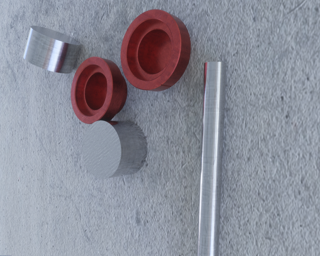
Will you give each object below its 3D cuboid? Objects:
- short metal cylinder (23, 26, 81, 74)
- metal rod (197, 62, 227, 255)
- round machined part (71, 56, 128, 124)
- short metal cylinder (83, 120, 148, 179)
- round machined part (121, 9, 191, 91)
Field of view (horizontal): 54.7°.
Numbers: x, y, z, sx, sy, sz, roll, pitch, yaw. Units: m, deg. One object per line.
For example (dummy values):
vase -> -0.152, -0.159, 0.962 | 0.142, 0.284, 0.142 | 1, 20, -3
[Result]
short metal cylinder -> -0.178, -0.130, 0.513 | 0.080, 0.081, 0.050 | 36, 112, 34
metal rod -> 0.058, 0.076, 0.355 | 0.025, 0.025, 0.298 | 3, 92, 39
round machined part -> -0.087, -0.054, 0.461 | 0.098, 0.042, 0.097 | -3, 86, 41
short metal cylinder -> -0.065, 0.029, 0.440 | 0.080, 0.050, 0.079 | 0, 90, 39
round machined part -> -0.001, -0.095, 0.393 | 0.098, 0.042, 0.097 | 0, 90, 39
